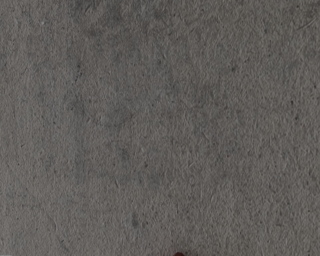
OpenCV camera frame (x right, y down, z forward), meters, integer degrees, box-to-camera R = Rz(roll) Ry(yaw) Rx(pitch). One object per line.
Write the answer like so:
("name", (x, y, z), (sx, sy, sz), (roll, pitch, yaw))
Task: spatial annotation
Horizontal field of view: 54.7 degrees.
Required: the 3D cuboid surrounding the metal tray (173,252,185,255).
("metal tray", (0.003, 0.238, 0.404), (0.130, 0.030, 0.090), (-43, 77, 15))
